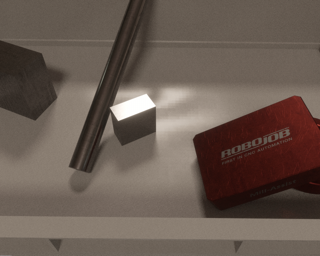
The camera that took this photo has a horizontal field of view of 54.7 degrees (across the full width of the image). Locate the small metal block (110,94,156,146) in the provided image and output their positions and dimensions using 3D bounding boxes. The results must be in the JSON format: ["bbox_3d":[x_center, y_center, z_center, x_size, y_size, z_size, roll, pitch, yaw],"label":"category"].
[{"bbox_3d":[-0.033,-0.010,0.397,0.050,0.050,0.025,-23,54,-18],"label":"small metal block"}]

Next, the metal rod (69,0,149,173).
[{"bbox_3d":[-0.054,-0.089,0.402,0.025,0.025,0.299,14,75,11],"label":"metal rod"}]

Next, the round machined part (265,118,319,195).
[{"bbox_3d":[0.173,0.035,0.367,0.099,0.042,0.098,0,50,0],"label":"round machined part"}]

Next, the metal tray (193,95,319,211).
[{"bbox_3d":[0.109,0.027,0.343,0.130,0.030,0.090,-23,48,16],"label":"metal tray"}]

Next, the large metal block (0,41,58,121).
[{"bbox_3d":[-0.198,-0.065,0.422,0.080,0.080,0.050,19,53,15],"label":"large metal block"}]
